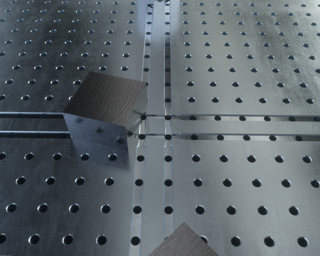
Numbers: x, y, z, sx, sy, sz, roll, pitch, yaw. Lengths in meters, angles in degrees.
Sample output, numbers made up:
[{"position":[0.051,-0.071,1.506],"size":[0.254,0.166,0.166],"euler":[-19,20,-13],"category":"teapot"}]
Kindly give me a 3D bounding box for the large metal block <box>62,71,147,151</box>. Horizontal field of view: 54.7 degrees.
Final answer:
[{"position":[-0.068,-0.024,0.411],"size":[0.080,0.050,0.080],"euler":[13,51,10],"category":"large metal block"}]

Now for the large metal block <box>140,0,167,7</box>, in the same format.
[{"position":[-0.003,-0.307,0.630],"size":[0.050,0.080,0.080],"euler":[36,59,26],"category":"large metal block"}]

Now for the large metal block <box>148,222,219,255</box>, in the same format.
[{"position":[0.020,0.146,0.269],"size":[0.080,0.050,0.080],"euler":[-36,59,-26],"category":"large metal block"}]
